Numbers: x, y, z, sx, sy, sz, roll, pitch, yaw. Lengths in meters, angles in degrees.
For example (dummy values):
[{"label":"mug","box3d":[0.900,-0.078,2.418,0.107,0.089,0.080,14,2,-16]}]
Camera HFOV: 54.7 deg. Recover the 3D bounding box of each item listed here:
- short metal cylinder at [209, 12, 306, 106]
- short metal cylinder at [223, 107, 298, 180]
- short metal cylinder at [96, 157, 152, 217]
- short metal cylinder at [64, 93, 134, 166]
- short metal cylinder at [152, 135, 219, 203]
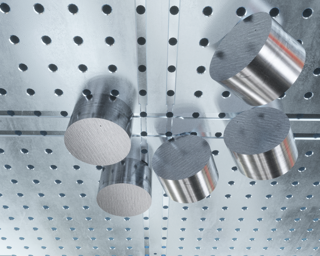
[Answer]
[{"label":"short metal cylinder","box3d":[0.097,-0.069,0.317,0.050,0.080,0.080,31,124,-24]},{"label":"short metal cylinder","box3d":[0.127,0.019,0.393,0.080,0.080,0.050,-20,127,16]},{"label":"short metal cylinder","box3d":[-0.052,0.091,0.472,0.081,0.050,0.079,0,130,0]},{"label":"short metal cylinder","box3d":[-0.076,0.003,0.397,0.081,0.050,0.079,0,130,0]},{"label":"short metal cylinder","box3d":[0.035,0.055,0.422,0.080,0.080,0.050,-14,129,11]}]
